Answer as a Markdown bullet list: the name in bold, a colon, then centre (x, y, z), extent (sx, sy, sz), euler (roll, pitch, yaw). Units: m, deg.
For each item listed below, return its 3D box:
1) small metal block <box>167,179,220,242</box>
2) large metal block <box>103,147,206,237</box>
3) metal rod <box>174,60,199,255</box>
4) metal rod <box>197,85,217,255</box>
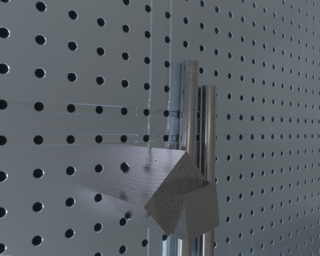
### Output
- **small metal block**: centre (0.037, 0.088, 0.337), extent (0.050, 0.025, 0.050), euler (-10, 97, -40)
- **large metal block**: centre (-0.006, 0.070, 0.369), extent (0.080, 0.080, 0.050), euler (-50, 120, -28)
- **metal rod**: centre (0.038, 0.054, 0.441), extent (0.025, 0.025, 0.298), euler (4, 88, -40)
- **metal rod**: centre (0.071, 0.086, 0.469), extent (0.025, 0.025, 0.298), euler (2, 89, -40)
